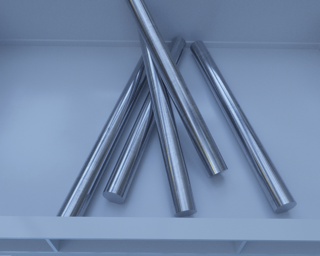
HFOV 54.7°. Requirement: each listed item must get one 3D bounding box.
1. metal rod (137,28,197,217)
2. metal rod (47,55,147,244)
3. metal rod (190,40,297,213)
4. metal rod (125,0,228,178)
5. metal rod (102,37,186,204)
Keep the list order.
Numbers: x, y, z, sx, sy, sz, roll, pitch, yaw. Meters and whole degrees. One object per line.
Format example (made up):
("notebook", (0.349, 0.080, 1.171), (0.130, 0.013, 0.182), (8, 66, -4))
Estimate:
("metal rod", (0.002, -0.035, 0.405), (0.025, 0.025, 0.299), (-7, 59, -7))
("metal rod", (-0.060, 0.000, 0.403), (0.025, 0.025, 0.300), (13, 51, 10))
("metal rod", (0.099, -0.025, 0.427), (0.025, 0.025, 0.300), (-11, 51, -9))
("metal rod", (0.010, -0.078, 0.405), (0.025, 0.025, 0.299), (-19, 73, -16))
("metal rod", (-0.010, -0.034, 0.433), (0.025, 0.025, 0.300), (13, 51, 10))
